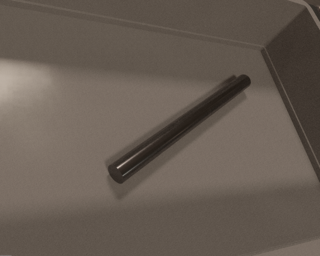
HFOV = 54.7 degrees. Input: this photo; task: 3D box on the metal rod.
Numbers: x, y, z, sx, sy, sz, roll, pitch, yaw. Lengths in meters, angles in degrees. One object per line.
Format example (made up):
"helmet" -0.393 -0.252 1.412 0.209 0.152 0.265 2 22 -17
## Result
"metal rod" 0.048 -0.014 0.441 0.302 0.025 0.025 -34 81 -38
